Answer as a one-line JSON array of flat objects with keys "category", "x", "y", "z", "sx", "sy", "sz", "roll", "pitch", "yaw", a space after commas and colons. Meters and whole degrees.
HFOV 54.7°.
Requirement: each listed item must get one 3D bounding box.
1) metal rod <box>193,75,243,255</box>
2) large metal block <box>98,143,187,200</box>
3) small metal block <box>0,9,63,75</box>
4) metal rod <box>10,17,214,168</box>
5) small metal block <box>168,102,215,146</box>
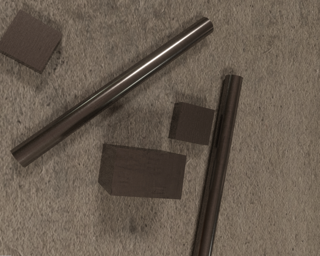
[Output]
[{"category": "metal rod", "x": 0.080, "y": 0.072, "z": 0.440, "sx": 0.025, "sy": 0.025, "sz": 0.298, "roll": 12, "pitch": 86, "yaw": -20}, {"category": "large metal block", "x": -0.024, "y": 0.050, "z": 0.372, "sx": 0.081, "sy": 0.080, "sz": 0.050, "roll": 8, "pitch": 87, "yaw": -20}, {"category": "small metal block", "x": -0.148, "y": -0.097, "z": 0.355, "sx": 0.050, "sy": 0.025, "sz": 0.050, "roll": 29, "pitch": 80, "yaw": -18}, {"category": "metal rod", "x": -0.047, "y": -0.055, "z": 0.392, "sx": 0.301, "sy": 0.025, "sz": 0.025, "roll": -38, "pitch": 103, "yaw": -16}, {"category": "small metal block", "x": 0.043, "y": -0.005, "z": 0.426, "sx": 0.050, "sy": 0.025, "sz": 0.050, "roll": 12, "pitch": 86, "yaw": -20}]
